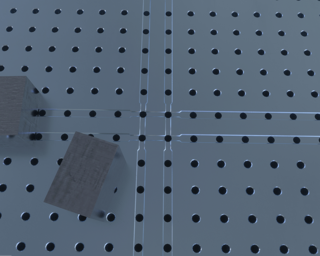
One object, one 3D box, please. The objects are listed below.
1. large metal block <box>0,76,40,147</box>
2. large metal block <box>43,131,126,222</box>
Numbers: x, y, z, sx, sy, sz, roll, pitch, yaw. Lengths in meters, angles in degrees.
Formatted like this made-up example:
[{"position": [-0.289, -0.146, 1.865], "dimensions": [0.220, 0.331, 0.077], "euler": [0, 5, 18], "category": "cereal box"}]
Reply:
[{"position": [-0.210, -0.020, 0.403], "dimensions": [0.081, 0.050, 0.080], "euler": [-1, 70, -1], "category": "large metal block"}, {"position": [-0.081, 0.060, 0.360], "dimensions": [0.050, 0.080, 0.080], "euler": [18, 71, 6], "category": "large metal block"}]
